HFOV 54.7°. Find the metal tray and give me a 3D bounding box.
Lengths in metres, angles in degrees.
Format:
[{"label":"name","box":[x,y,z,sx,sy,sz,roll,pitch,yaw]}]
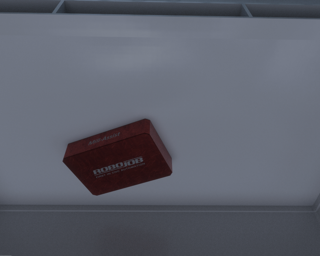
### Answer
[{"label":"metal tray","box":[-0.058,0.046,0.444,0.130,0.030,0.090,-18,128,14]}]
